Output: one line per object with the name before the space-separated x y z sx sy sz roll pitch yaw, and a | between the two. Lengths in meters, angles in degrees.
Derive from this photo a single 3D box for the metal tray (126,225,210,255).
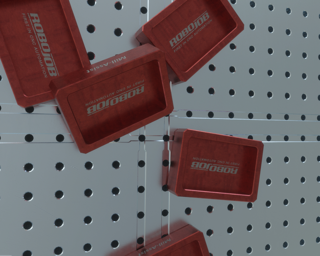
metal tray | 0.007 0.199 0.413 0.131 0.030 0.089 -20 97 -19

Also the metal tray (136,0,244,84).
metal tray | 0.044 -0.134 0.427 0.130 0.030 0.090 -43 104 -15

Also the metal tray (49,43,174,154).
metal tray | -0.051 -0.036 0.369 0.131 0.030 0.089 -26 129 -18

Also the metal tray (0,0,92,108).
metal tray | -0.138 -0.096 0.358 0.091 0.030 0.129 -20 97 -19

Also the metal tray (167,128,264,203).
metal tray | 0.081 0.054 0.441 0.131 0.030 0.089 9 87 -20
